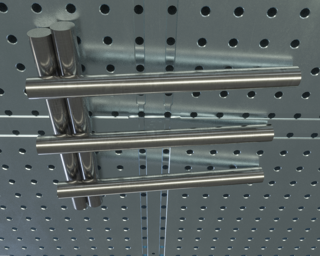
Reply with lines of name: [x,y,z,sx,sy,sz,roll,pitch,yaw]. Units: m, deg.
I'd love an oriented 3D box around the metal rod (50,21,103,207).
metal rod: [-0.104,0.008,0.416,0.025,0.025,0.298,1,130,-1]

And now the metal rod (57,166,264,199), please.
metal rod: [0.005,0.080,0.461,0.302,0.025,0.025,-3,131,-6]

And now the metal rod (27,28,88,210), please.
metal rod: [-0.129,0.013,0.420,0.025,0.025,0.298,1,130,-1]

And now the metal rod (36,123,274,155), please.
metal rod: [-0.001,0.014,0.403,0.302,0.025,0.025,-3,131,-6]

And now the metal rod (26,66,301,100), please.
metal rod: [0.009,-0.052,0.349,0.302,0.025,0.025,-3,130,-6]
